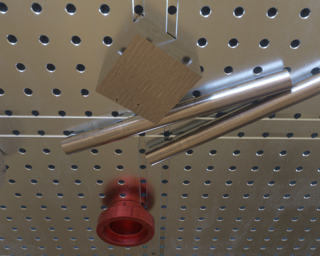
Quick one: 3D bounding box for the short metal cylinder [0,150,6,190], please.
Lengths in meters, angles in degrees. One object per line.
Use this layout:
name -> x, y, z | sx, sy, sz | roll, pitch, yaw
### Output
short metal cylinder -> -0.259, 0.058, 0.421 | 0.050, 0.080, 0.080 | -12, 129, 9

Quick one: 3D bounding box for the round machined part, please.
round machined part -> -0.058, 0.163, 0.539 | 0.099, 0.042, 0.097 | -1, 130, 0

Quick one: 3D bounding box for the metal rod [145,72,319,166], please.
metal rod -> 0.114, -0.018, 0.398 | 0.300, 0.025, 0.025 | -25, 126, 19

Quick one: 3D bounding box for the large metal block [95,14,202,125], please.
large metal block -> -0.013, -0.062, 0.342 | 0.080, 0.050, 0.080 | 29, 124, -23

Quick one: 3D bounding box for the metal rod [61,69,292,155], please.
metal rod -> 0.011, -0.016, 0.398 | 0.301, 0.025, 0.025 | -17, 128, 13
